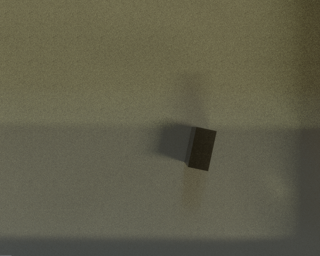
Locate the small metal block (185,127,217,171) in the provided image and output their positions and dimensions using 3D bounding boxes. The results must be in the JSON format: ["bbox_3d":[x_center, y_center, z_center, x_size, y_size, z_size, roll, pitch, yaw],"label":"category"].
[{"bbox_3d":[0.051,0.025,0.400,0.025,0.050,0.050,12,90,0],"label":"small metal block"}]
